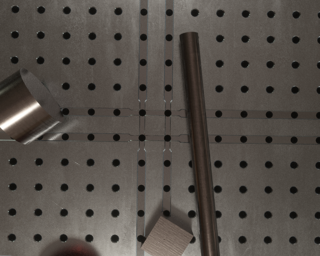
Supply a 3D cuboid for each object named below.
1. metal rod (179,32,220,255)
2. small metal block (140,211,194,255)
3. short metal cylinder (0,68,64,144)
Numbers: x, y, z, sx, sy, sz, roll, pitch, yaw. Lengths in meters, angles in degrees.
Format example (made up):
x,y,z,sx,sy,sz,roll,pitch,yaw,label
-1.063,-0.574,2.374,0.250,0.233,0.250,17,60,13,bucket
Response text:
x,y,z,sx,sy,sz,roll,pitch,yaw,label
0.053,0.024,0.414,0.025,0.025,0.298,-6,90,-1,metal rod
0.009,0.148,0.414,0.050,0.025,0.050,32,90,-1,small metal block
-0.166,-0.027,0.384,0.050,0.080,0.080,-34,90,0,short metal cylinder
